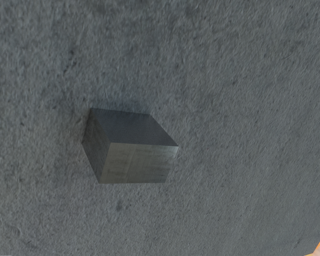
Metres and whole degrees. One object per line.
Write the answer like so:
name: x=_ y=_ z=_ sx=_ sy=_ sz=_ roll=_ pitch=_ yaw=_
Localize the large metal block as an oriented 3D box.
large metal block: x=-0.038 y=0.020 z=0.362 sx=0.081 sy=0.080 sz=0.050 roll=5 pitch=116 yaw=-31
